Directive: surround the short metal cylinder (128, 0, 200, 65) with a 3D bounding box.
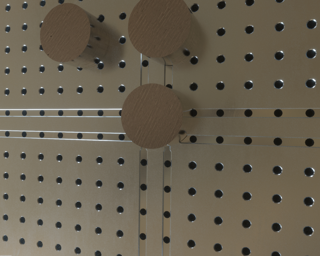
[{"bbox_3d":[0.006,-0.125,0.396,0.080,0.050,0.079,0,90,19],"label":"short metal cylinder"}]

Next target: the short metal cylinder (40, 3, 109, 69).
[{"bbox_3d":[-0.120,-0.128,0.440,0.080,0.050,0.079,0,90,19],"label":"short metal cylinder"}]

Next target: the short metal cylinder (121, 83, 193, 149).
[{"bbox_3d":[-0.003,-0.015,0.399,0.080,0.050,0.079,0,90,19],"label":"short metal cylinder"}]
